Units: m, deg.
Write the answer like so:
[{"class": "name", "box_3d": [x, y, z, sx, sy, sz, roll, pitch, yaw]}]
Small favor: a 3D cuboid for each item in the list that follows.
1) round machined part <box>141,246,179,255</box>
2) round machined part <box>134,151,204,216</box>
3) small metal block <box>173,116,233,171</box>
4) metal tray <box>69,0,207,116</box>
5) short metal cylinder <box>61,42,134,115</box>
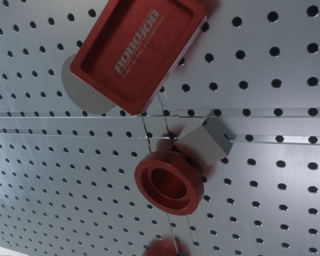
[{"class": "round machined part", "box_3d": [0.003, 0.267, 0.564, 0.098, 0.042, 0.097, 13, 124, 21]}, {"class": "round machined part", "box_3d": [0.017, 0.071, 0.431, 0.098, 0.042, 0.097, 19, 131, 23]}, {"class": "small metal block", "box_3d": [0.055, 0.021, 0.395, 0.050, 0.025, 0.050, 49, 129, -7]}, {"class": "metal tray", "box_3d": [-0.023, -0.089, 0.327, 0.090, 0.030, 0.129, 35, 101, 4]}, {"class": "short metal cylinder", "box_3d": [-0.077, -0.064, 0.396, 0.080, 0.050, 0.079, 13, 124, 21]}]
